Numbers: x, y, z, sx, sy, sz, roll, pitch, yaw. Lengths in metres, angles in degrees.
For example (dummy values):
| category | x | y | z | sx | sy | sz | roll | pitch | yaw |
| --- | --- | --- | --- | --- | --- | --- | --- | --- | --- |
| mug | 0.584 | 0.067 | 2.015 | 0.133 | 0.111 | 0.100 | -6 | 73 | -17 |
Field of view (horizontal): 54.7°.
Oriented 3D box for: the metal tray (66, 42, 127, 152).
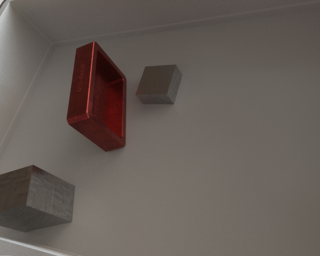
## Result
| category | x | y | z | sx | sy | sz | roll | pitch | yaw |
| --- | --- | --- | --- | --- | --- | --- | --- | --- | --- |
| metal tray | -0.083 | -0.043 | 0.432 | 0.030 | 0.090 | 0.130 | -16 | 55 | 19 |

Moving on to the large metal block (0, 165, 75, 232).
| category | x | y | z | sx | sy | sz | roll | pitch | yaw |
| --- | --- | --- | --- | --- | --- | --- | --- | --- | --- |
| large metal block | -0.170 | 0.094 | 0.399 | 0.080 | 0.080 | 0.050 | -17 | 55 | 18 |

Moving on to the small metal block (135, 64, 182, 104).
| category | x | y | z | sx | sy | sz | roll | pitch | yaw |
| --- | --- | --- | --- | --- | --- | --- | --- | --- | --- |
| small metal block | -0.001 | -0.062 | 0.443 | 0.050 | 0.025 | 0.050 | 2 | 63 | 29 |
